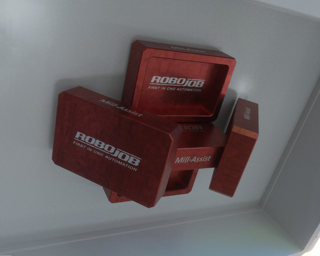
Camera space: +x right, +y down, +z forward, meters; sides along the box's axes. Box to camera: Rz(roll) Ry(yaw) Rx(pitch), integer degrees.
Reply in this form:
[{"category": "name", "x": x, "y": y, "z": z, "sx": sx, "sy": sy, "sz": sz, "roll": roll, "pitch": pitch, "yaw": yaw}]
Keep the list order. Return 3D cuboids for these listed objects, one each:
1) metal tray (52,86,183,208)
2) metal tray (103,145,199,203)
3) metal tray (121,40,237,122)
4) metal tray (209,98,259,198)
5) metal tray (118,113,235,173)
[{"category": "metal tray", "x": -0.050, "y": 0.019, "z": 0.331, "sx": 0.030, "sy": 0.130, "sz": 0.089, "roll": -40, "pitch": 148, "yaw": -61}, {"category": "metal tray", "x": -0.006, "y": 0.053, "z": 0.431, "sx": 0.131, "sy": 0.030, "sz": 0.089, "roll": 0, "pitch": 118, "yaw": -29}, {"category": "metal tray", "x": 0.023, "y": -0.053, "z": 0.383, "sx": 0.131, "sy": 0.030, "sz": 0.089, "roll": -1, "pitch": 119, "yaw": -29}, {"category": "metal tray", "x": 0.101, "y": 0.020, "z": 0.415, "sx": 0.030, "sy": 0.130, "sz": 0.089, "roll": 19, "pitch": 115, "yaw": 10}, {"category": "metal tray", "x": 0.018, "y": 0.014, "z": 0.383, "sx": 0.131, "sy": 0.090, "sz": 0.030, "roll": 0, "pitch": 118, "yaw": -29}]
